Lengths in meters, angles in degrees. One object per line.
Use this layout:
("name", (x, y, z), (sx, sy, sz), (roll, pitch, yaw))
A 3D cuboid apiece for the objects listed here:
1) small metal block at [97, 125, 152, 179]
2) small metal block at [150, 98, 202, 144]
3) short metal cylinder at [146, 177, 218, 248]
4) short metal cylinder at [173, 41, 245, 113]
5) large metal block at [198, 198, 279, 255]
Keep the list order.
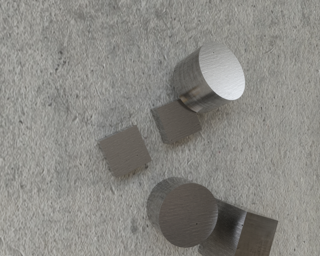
("small metal block", (-0.045, 0.029, 0.393), (0.050, 0.025, 0.050), (-25, 99, -18))
("small metal block", (0.022, -0.011, 0.417), (0.050, 0.025, 0.050), (-23, 98, -19))
("short metal cylinder", (0.028, 0.108, 0.407), (0.081, 0.050, 0.080), (0, 90, -20))
("short metal cylinder", (0.064, -0.065, 0.405), (0.081, 0.050, 0.080), (14, 65, -33))
("large metal block", (0.102, 0.147, 0.418), (0.050, 0.080, 0.080), (20, 83, -19))
